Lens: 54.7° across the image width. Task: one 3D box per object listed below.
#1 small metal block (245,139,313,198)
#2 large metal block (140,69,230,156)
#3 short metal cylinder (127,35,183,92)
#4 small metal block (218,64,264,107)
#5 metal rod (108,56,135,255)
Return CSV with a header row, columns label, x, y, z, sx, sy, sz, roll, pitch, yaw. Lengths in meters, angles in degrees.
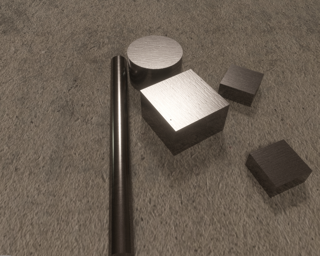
label,x,y,z,sx,sy,sz,roll,pitch,yaw
small metal block,0.139,0.047,0.366,0.050,0.025,0.050,-19,53,-16
large metal block,0.030,-0.023,0.406,0.081,0.050,0.080,-26,55,-21
short metal cylinder,-0.007,-0.095,0.467,0.081,0.050,0.080,0,50,0
small metal block,0.120,-0.064,0.459,0.050,0.025,0.050,22,53,17
metal rod,-0.051,0.010,0.394,0.025,0.025,0.300,-4,50,-4
